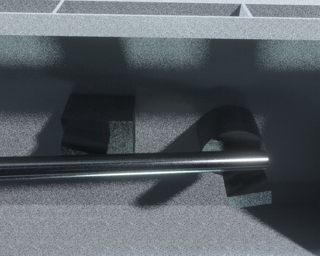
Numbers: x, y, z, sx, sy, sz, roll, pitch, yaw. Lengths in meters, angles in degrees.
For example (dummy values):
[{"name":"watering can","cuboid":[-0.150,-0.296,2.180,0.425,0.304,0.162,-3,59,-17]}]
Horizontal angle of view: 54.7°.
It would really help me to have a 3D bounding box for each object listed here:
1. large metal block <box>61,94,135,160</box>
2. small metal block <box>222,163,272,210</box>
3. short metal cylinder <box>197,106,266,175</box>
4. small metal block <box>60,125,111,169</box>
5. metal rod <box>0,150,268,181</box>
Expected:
[{"name":"large metal block","cuboid":[-0.073,0.005,0.392,0.081,0.050,0.079,2,130,-2]},{"name":"small metal block","cuboid":[0.106,0.069,0.384,0.050,0.050,0.025,-11,129,9]},{"name":"short metal cylinder","cuboid":[0.091,0.018,0.407,0.081,0.050,0.079,0,130,0]},{"name":"small metal block","cuboid":[-0.088,0.028,0.363,0.050,0.025,0.050,10,129,-9]},{"name":"metal rod","cuboid":[-0.024,0.041,0.349,0.302,0.025,0.025,-1,131,-10]}]
